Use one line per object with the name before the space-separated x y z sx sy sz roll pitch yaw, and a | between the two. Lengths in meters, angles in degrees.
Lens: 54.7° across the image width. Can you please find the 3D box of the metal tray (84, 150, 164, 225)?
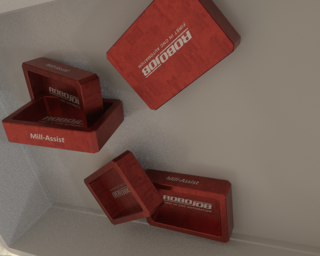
metal tray | -0.059 0.094 0.465 0.090 0.030 0.129 56 142 0

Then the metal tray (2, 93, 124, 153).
metal tray | -0.125 -0.010 0.414 0.130 0.090 0.030 6 122 15

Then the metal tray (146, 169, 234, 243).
metal tray | 0.038 0.112 0.454 0.130 0.030 0.089 5 121 25

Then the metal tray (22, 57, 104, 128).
metal tray | -0.133 -0.041 0.430 0.130 0.030 0.089 20 128 33

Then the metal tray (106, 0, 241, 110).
metal tray | 0.010 -0.089 0.345 0.090 0.030 0.130 49 129 -7
